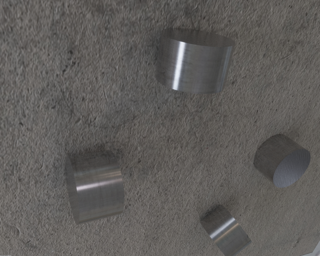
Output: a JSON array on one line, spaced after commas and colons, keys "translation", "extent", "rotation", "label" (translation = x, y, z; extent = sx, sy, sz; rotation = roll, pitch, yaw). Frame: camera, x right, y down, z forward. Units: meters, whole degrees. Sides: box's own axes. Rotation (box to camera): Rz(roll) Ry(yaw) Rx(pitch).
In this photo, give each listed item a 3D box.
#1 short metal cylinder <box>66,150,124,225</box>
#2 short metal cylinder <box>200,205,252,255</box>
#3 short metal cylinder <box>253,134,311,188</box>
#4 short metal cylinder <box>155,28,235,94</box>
[{"translation": [-0.080, 0.069, 0.370], "extent": [0.050, 0.080, 0.079], "rotation": [-8, 122, -25], "label": "short metal cylinder"}, {"translation": [0.115, 0.183, 0.547], "extent": [0.050, 0.080, 0.080], "rotation": [-38, 129, -3], "label": "short metal cylinder"}, {"translation": [0.213, 0.057, 0.542], "extent": [0.081, 0.050, 0.079], "rotation": [-14, 124, -21], "label": "short metal cylinder"}, {"translation": [0.038, -0.076, 0.344], "extent": [0.081, 0.080, 0.050], "rotation": [-6, 121, -25], "label": "short metal cylinder"}]
